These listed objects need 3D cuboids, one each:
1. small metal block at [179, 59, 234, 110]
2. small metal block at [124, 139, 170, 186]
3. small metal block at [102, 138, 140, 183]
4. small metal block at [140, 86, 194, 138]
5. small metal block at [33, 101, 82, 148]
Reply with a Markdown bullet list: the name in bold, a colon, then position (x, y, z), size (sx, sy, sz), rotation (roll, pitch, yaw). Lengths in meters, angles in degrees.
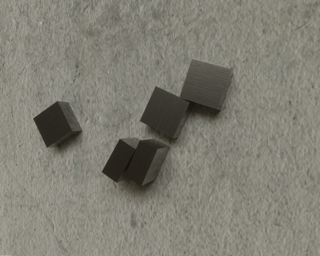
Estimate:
- **small metal block**: position (0.059, -0.054, 0.388), size (0.050, 0.025, 0.050), rotation (20, 96, 18)
- **small metal block**: position (-0.015, 0.043, 0.400), size (0.025, 0.050, 0.050), rotation (26, 98, 18)
- **small metal block**: position (-0.044, 0.041, 0.410), size (0.025, 0.050, 0.050), rotation (32, 100, 17)
- **small metal block**: position (0.009, -0.020, 0.405), size (0.050, 0.025, 0.050), rotation (28, 99, 17)
- **small metal block**: position (-0.152, -0.005, 0.461), size (0.050, 0.025, 0.050), rotation (-31, 80, 17)
